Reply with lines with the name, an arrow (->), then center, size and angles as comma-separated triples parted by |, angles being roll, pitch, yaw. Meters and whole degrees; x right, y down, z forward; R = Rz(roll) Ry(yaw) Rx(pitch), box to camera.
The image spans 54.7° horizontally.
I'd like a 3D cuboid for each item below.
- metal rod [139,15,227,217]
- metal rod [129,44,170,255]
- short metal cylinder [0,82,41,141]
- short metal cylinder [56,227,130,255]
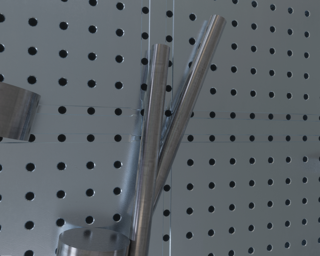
metal rod -> 0.029, -0.017, 0.423 | 0.025, 0.025, 0.299 | 24, 82, -19
metal rod -> -0.014, 0.039, 0.390 | 0.025, 0.025, 0.299 | 9, 80, -20
short metal cylinder -> -0.171, -0.020, 0.320 | 0.081, 0.080, 0.050 | 15, 85, -20
short metal cylinder -> -0.078, 0.152, 0.355 | 0.081, 0.080, 0.050 | 9, 87, -20
